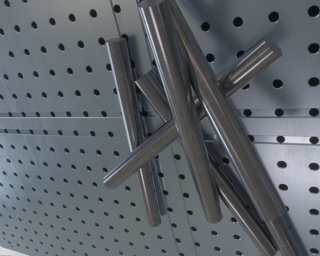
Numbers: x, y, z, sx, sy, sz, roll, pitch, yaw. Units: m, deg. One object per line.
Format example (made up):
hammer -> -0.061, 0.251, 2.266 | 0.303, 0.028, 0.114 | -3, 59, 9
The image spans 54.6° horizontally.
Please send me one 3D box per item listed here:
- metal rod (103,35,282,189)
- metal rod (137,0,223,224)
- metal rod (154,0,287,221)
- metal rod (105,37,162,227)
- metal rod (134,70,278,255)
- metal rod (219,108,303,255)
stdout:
metal rod -> 0.014, 0.003, 0.372 | 0.025, 0.025, 0.299 | 46, 129, -4
metal rod -> 0.034, 0.010, 0.337 | 0.025, 0.025, 0.299 | 3, 133, 27
metal rod -> 0.039, -0.052, 0.301 | 0.025, 0.025, 0.299 | -31, 84, 38
metal rod -> -0.031, 0.024, 0.443 | 0.025, 0.025, 0.298 | 5, 121, 26
metal rod -> 0.066, 0.054, 0.409 | 0.025, 0.025, 0.300 | -29, 103, 37
metal rod -> 0.122, 0.075, 0.393 | 0.025, 0.025, 0.299 | -20, 108, 35
